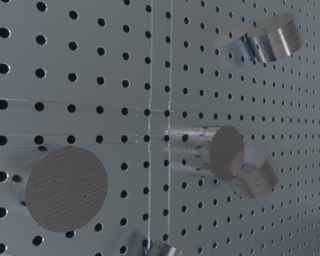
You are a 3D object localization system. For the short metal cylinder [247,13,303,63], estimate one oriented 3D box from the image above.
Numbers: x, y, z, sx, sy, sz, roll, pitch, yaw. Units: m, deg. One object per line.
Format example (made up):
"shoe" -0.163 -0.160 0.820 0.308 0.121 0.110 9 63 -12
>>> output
"short metal cylinder" 0.200 -0.157 0.540 0.080 0.080 0.050 -47 118 -30

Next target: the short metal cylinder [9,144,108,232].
"short metal cylinder" -0.100 0.057 0.309 0.081 0.050 0.079 0 90 -40

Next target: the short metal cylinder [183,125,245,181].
"short metal cylinder" 0.081 0.036 0.460 0.081 0.050 0.079 0 90 -40

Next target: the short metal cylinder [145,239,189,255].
"short metal cylinder" 0.015 0.183 0.386 0.080 0.080 0.050 45 63 -31

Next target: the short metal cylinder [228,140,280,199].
"short metal cylinder" 0.141 0.065 0.491 0.080 0.080 0.050 -50 120 -28
